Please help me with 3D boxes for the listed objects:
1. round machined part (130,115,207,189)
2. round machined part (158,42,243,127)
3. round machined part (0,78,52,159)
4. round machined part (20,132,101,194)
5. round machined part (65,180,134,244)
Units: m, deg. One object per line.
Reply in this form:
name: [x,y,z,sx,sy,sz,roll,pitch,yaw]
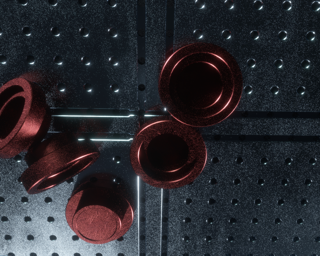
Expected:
round machined part: [0.011,0.029,0.415,0.099,0.042,0.097,0,111,0]
round machined part: [0.047,-0.052,0.379,0.099,0.042,0.097,-1,99,-5]
round machined part: [-0.173,-0.009,0.379,0.098,0.098,0.042,-39,142,13]
round machined part: [-0.129,0.040,0.393,0.098,0.098,0.042,-34,81,11]
round machined part: [-0.089,0.128,0.450,0.099,0.042,0.097,0,110,-1]
